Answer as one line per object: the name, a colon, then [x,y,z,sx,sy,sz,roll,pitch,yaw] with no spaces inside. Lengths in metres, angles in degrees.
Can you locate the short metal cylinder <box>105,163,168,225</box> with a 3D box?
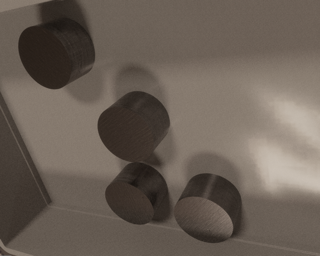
short metal cylinder: [-0.035,0.099,0.471,0.080,0.050,0.079,13,124,20]

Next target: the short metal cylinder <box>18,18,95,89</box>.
short metal cylinder: [-0.132,-0.097,0.400,0.080,0.050,0.079,13,124,20]

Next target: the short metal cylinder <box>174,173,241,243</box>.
short metal cylinder: [0.066,0.109,0.425,0.080,0.050,0.079,13,124,20]

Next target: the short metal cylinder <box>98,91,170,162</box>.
short metal cylinder: [-0.034,-0.002,0.408,0.080,0.050,0.079,13,124,20]
